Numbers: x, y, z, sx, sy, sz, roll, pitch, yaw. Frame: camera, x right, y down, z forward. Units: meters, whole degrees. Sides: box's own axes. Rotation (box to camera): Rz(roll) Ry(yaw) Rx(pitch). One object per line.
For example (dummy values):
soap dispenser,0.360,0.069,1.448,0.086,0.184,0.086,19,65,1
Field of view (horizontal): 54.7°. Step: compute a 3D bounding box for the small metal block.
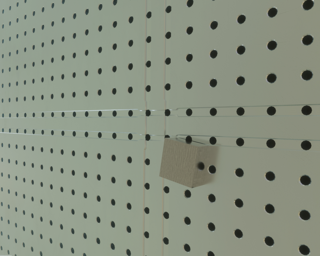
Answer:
small metal block,0.030,0.041,0.383,0.050,0.025,0.050,13,98,39
